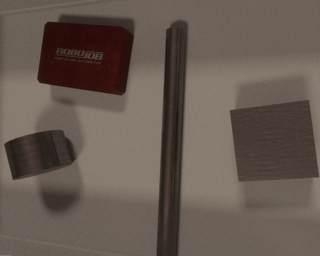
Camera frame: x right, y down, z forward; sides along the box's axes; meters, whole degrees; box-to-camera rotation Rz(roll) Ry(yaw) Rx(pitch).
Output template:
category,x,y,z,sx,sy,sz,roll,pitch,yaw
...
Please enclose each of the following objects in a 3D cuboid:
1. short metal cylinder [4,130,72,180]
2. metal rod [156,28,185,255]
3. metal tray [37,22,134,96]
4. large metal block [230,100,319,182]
category,x,y,z,sx,sy,sz,roll,pitch,yaw
short metal cylinder,-0.172,0.038,0.440,0.080,0.080,0.050,-18,84,19
metal rod,0.014,0.022,0.404,0.025,0.025,0.298,3,91,19
metal tray,-0.109,-0.100,0.445,0.130,0.030,0.089,10,93,19
large metal block,0.128,0.015,0.352,0.080,0.050,0.080,-7,88,19
